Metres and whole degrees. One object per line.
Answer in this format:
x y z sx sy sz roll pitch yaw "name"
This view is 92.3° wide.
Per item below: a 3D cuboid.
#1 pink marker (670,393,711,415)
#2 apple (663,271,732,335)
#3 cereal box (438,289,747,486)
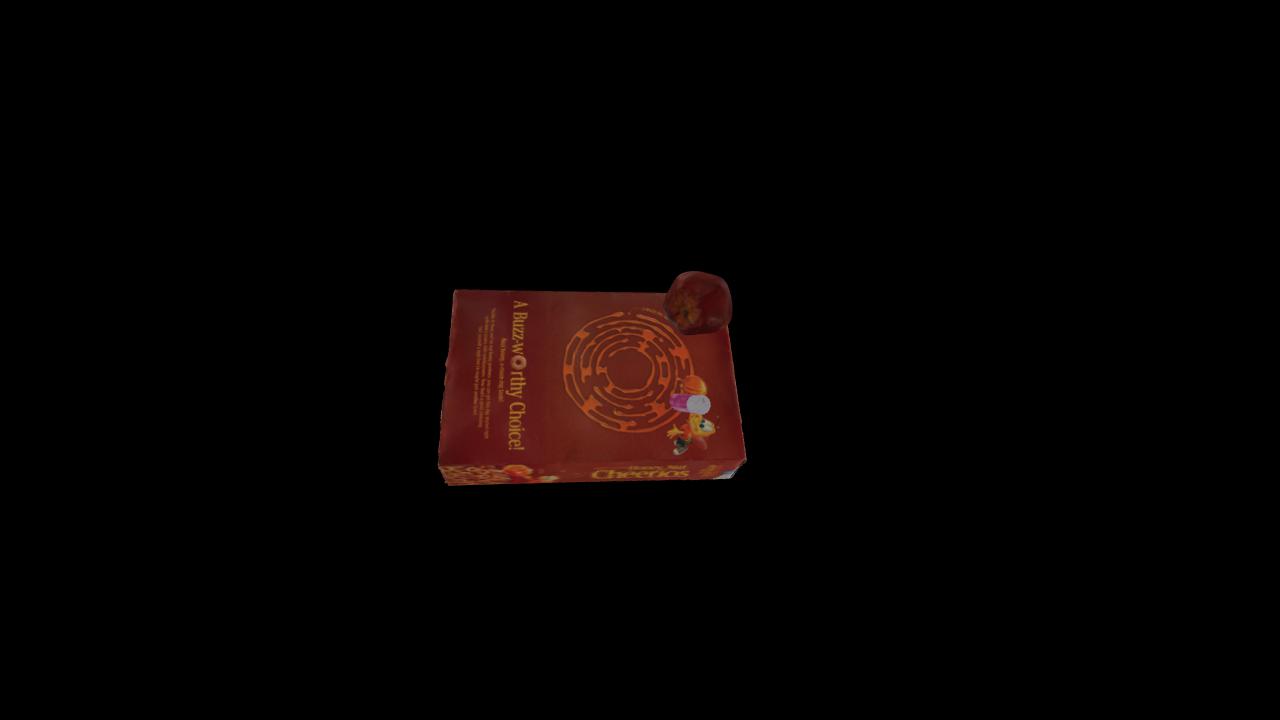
0.036 0.043 0.635 0.020 0.020 0.121 0 -1 -23 "pink marker"
0.065 -0.061 0.687 0.079 0.079 0.093 0 11 19 "apple"
-0.050 0.027 0.665 0.306 0.203 0.081 0 -27 -9 "cereal box"
